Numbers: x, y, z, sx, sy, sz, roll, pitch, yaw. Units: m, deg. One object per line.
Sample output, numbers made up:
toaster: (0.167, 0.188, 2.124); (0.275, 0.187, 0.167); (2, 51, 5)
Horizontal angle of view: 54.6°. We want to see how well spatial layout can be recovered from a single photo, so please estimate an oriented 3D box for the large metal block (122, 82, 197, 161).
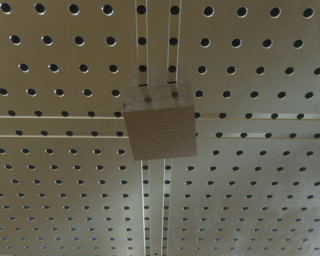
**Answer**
large metal block: (0.003, -0.007, 0.389); (0.080, 0.050, 0.080); (-5, 130, 4)
